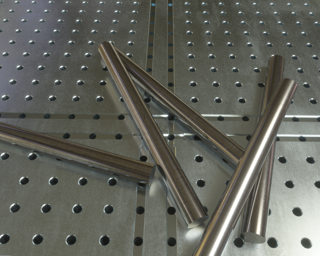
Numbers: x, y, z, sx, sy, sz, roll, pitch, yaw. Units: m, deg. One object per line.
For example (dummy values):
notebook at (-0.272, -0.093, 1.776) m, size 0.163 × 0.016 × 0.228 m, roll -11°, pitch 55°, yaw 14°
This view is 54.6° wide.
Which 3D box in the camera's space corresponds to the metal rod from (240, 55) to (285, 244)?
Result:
metal rod at (0.141, 0.002, 0.406) m, size 0.025 × 0.025 × 0.301 m, roll 14°, pitch 51°, yaw 11°

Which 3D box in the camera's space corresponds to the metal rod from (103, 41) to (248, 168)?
metal rod at (0.005, -0.046, 0.446) m, size 0.025 × 0.025 × 0.300 m, roll -33°, pitch 57°, yaw -24°

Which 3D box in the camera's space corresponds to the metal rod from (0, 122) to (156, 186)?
metal rod at (-0.152, 0.019, 0.391) m, size 0.301 × 0.025 × 0.025 m, roll 14°, pitch 52°, yaw 11°

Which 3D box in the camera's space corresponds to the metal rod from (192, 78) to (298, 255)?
metal rod at (0.092, 0.054, 0.338) m, size 0.025 × 0.025 × 0.301 m, roll 24°, pitch 61°, yaw 19°

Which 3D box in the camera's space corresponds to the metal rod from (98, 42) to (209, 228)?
metal rod at (-0.022, -0.012, 0.404) m, size 0.025 × 0.025 × 0.299 m, roll -19°, pitch 57°, yaw -15°
